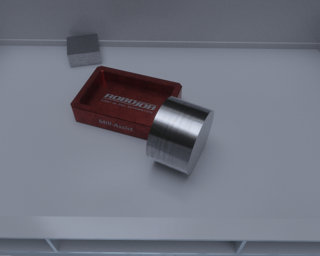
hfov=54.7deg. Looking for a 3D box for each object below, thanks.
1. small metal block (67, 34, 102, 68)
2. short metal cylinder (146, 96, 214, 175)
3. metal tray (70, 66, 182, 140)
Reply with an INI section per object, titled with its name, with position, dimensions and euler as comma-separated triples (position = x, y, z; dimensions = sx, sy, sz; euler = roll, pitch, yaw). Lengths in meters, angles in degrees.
[small metal block]
position = -0.125, -0.128, 0.511
dimensions = 0.050, 0.025, 0.050
euler = -9, 51, -8
[short metal cylinder]
position = 0.025, 0.008, 0.363
dimensions = 0.050, 0.080, 0.080
euler = 21, 53, 16
[metal tray]
position = -0.044, -0.036, 0.431
dimensions = 0.131, 0.030, 0.090
euler = 14, 51, 11
